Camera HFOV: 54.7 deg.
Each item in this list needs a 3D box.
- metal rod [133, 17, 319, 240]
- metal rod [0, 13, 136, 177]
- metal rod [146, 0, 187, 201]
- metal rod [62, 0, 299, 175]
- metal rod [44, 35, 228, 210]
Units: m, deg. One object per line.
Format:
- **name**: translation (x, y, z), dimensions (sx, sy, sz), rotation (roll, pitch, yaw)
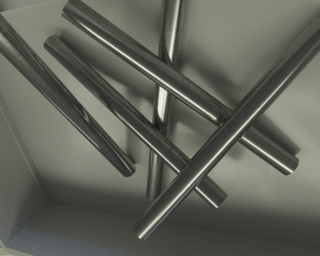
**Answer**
- **metal rod**: translation (0.062, 0.018, 0.330), dimensions (0.025, 0.025, 0.299), rotation (38, 111, 2)
- **metal rod**: translation (-0.105, -0.023, 0.367), dimensions (0.025, 0.025, 0.300), rotation (0, 145, 28)
- **metal rod**: translation (0.004, -0.020, 0.392), dimensions (0.025, 0.025, 0.298), rotation (18, 125, 17)
- **metal rod**: translation (0.028, -0.041, 0.340), dimensions (0.301, 0.025, 0.025), rotation (35, 129, -7)
- **metal rod**: translation (-0.036, -0.013, 0.390), dimensions (0.300, 0.025, 0.025), rotation (43, 129, 9)
